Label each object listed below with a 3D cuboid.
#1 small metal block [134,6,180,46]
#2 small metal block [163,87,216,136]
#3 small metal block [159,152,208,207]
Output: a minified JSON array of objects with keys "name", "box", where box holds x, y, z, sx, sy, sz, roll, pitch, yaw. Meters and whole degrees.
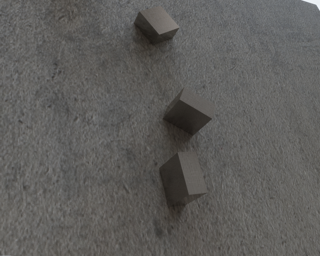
[{"name":"small metal block","box":[-0.005,-0.168,0.505,0.050,0.025,0.050,-33,80,-38]},{"name":"small metal block","box":[0.040,-0.022,0.424,0.050,0.050,0.025,30,52,-10]},{"name":"small metal block","box":[0.026,0.061,0.366,0.025,0.050,0.050,1,62,-28]}]
